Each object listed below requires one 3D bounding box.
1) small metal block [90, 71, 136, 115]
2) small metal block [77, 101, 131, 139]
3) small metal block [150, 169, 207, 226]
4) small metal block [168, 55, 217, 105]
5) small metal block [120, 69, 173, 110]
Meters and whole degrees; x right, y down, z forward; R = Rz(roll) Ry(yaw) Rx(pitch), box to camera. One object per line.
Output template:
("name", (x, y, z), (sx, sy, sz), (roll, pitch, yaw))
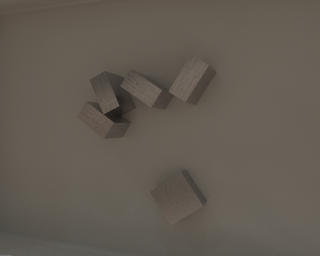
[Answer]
("small metal block", (-0.063, -0.045, 0.419), (0.025, 0.050, 0.050), (-26, 82, 18))
("small metal block", (-0.075, -0.011, 0.424), (0.050, 0.050, 0.025), (36, 102, 16))
("small metal block", (0.024, 0.089, 0.402), (0.050, 0.025, 0.050), (-36, 79, 16))
("small metal block", (0.041, -0.058, 0.382), (0.025, 0.050, 0.050), (35, 101, 16))
("small metal block", (-0.015, -0.049, 0.402), (0.050, 0.050, 0.025), (36, 102, 16))
